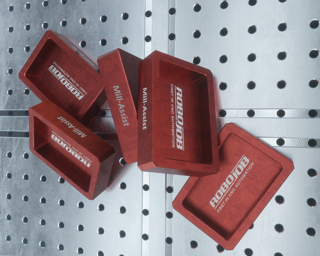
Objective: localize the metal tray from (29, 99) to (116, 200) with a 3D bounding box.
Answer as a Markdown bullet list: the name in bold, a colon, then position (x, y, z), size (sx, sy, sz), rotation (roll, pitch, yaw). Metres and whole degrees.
- **metal tray**: position (-0.127, 0.031, 0.432), size (0.130, 0.030, 0.089), rotation (34, 132, 16)

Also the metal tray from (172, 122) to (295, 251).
- **metal tray**: position (0.087, 0.069, 0.379), size (0.090, 0.030, 0.129), rotation (35, 101, 16)

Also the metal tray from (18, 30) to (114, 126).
- **metal tray**: position (-0.139, -0.071, 0.459), size (0.130, 0.030, 0.090), rotation (42, 103, 15)

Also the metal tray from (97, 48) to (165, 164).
- **metal tray**: position (-0.027, -0.025, 0.387), size (0.030, 0.090, 0.129), rotation (-18, 84, 20)

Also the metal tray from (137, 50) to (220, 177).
- **metal tray**: position (0.021, -0.014, 0.352), size (0.030, 0.091, 0.130), rotation (-25, 60, 51)
